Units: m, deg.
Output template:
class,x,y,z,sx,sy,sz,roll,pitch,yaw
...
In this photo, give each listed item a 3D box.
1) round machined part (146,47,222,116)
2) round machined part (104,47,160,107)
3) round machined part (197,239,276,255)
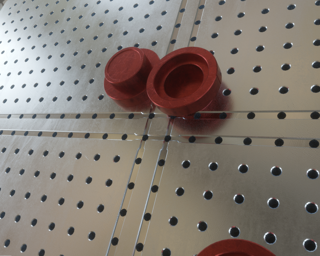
class,x,y,z,sx,sy,sz,roll,pitch,yaw
round machined part,0.035,-0.057,0.415,0.098,0.042,0.098,-13,56,21
round machined part,-0.045,-0.085,0.474,0.098,0.042,0.098,-13,56,21
round machined part,0.071,0.151,0.268,0.098,0.042,0.098,-13,56,21
